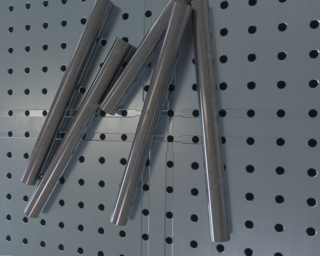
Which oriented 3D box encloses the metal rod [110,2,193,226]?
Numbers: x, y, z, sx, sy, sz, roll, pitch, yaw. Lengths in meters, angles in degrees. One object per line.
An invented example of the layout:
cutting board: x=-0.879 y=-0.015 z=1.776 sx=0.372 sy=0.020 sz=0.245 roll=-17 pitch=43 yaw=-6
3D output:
metal rod: x=-0.014 y=-0.010 z=0.408 sx=0.025 sy=0.025 sz=0.298 roll=20 pitch=100 yaw=19

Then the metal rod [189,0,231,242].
metal rod: x=0.063 y=-0.011 z=0.390 sx=0.025 sy=0.025 sz=0.298 roll=-5 pitch=88 yaw=20

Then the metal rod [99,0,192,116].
metal rod: x=0.010 y=-0.144 z=0.409 sx=0.025 sy=0.025 sz=0.299 roll=39 pitch=102 yaw=16

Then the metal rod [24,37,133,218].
metal rod: x=-0.124 y=0.006 z=0.456 sx=0.025 sy=0.025 sz=0.299 roll=34 pitch=101 yaw=17

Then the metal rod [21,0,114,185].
metal rod: x=-0.141 y=-0.050 z=0.463 sx=0.025 sy=0.025 sz=0.299 roll=28 pitch=99 yaw=18
